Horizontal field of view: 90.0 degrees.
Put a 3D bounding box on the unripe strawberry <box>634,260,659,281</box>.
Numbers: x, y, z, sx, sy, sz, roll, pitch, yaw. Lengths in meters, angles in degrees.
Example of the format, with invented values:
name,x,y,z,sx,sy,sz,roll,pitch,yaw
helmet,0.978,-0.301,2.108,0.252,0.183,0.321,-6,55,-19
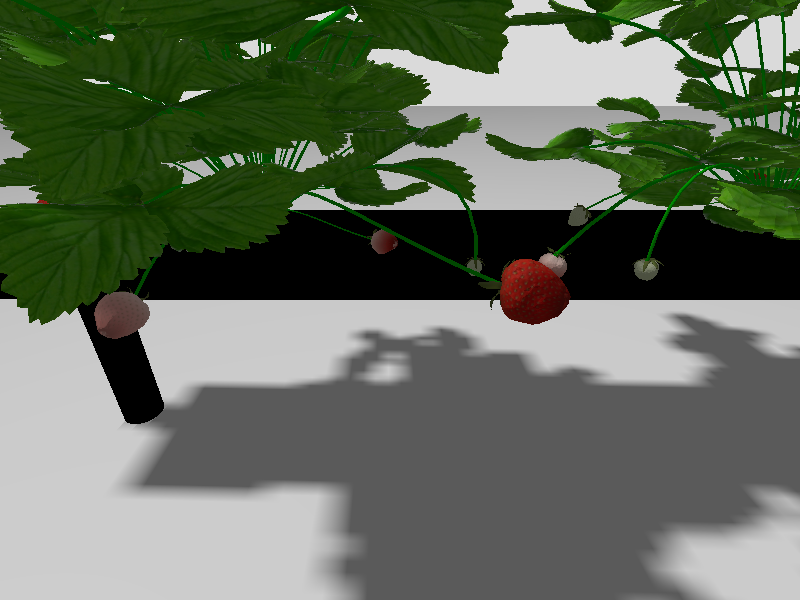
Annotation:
name,x,y,z,sx,sy,sz,roll,pitch,yaw
unripe strawberry,0.162,-0.020,0.263,0.013,0.014,0.015,-16,32,-28

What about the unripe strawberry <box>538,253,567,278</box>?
name,x,y,z,sx,sy,sz,roll,pitch,yaw
unripe strawberry,0.098,-0.020,0.261,0.019,0.020,0.018,8,21,-31

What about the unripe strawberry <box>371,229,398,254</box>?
name,x,y,z,sx,sy,sz,roll,pitch,yaw
unripe strawberry,-0.011,-0.044,0.302,0.019,0.019,0.021,15,31,26

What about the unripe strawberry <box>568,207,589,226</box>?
name,x,y,z,sx,sy,sz,roll,pitch,yaw
unripe strawberry,0.163,-0.076,0.369,0.016,0.018,0.018,40,24,-15

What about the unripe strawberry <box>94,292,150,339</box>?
name,x,y,z,sx,sy,sz,roll,pitch,yaw
unripe strawberry,-0.140,0.009,0.201,0.022,0.024,0.024,3,42,6

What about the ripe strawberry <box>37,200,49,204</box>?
name,x,y,z,sx,sy,sz,roll,pitch,yaw
ripe strawberry,-0.287,-0.075,0.342,0.043,0.037,0.043,-2,28,-3

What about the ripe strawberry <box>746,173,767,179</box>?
name,x,y,z,sx,sy,sz,roll,pitch,yaw
ripe strawberry,0.398,-0.127,0.452,0.031,0.033,0.034,16,31,28

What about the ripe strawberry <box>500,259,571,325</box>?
name,x,y,z,sx,sy,sz,roll,pitch,yaw
ripe strawberry,0.069,-0.003,0.207,0.034,0.036,0.031,23,35,35

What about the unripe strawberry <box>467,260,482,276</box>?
name,x,y,z,sx,sy,sz,roll,pitch,yaw
unripe strawberry,0.047,-0.020,0.255,0.010,0.011,0.011,18,32,30
